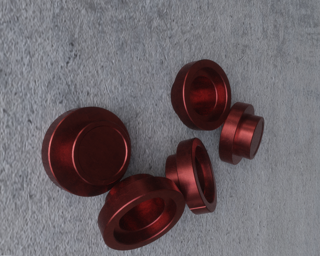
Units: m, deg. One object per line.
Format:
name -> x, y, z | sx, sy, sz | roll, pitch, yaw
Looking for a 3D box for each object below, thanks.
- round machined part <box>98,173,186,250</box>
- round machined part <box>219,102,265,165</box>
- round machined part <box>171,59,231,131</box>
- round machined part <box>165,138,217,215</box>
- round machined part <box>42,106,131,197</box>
round machined part -> -0.024, 0.091, 0.354 | 0.099, 0.042, 0.097 | -18, 134, -20
round machined part -> 0.130, 0.011, 0.480 | 0.099, 0.042, 0.097 | -35, 133, -49
round machined part -> 0.054, -0.045, 0.438 | 0.099, 0.042, 0.097 | 0, 90, -40
round machined part -> 0.039, 0.065, 0.408 | 0.098, 0.042, 0.097 | -16, 90, -70
round machined part -> -0.071, 0.025, 0.334 | 0.099, 0.042, 0.097 | 0, 90, -40
